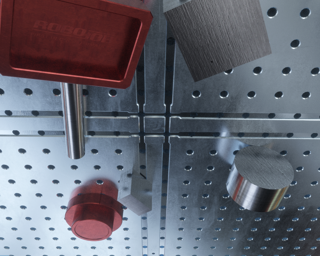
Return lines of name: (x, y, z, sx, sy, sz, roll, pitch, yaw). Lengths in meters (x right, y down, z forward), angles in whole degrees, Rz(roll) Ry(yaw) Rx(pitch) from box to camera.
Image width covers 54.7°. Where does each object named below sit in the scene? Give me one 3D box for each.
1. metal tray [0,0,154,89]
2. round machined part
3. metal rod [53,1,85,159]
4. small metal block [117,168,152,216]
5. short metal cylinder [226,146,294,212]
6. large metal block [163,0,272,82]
metal tray: (-0.082, -0.089, 0.300, 0.131, 0.030, 0.089, 3, 129, -28)
round machined part: (-0.114, 0.159, 0.535, 0.099, 0.042, 0.097, -1, 130, 0)
metal rod: (-0.100, -0.077, 0.344, 0.025, 0.025, 0.298, 5, 130, -5)
small metal block: (-0.038, 0.099, 0.479, 0.025, 0.050, 0.050, -30, 124, 22)
short metal cylinder: (0.140, 0.071, 0.438, 0.081, 0.080, 0.050, 3, 130, -4)
large metal block: (0.056, -0.104, 0.308, 0.080, 0.050, 0.080, -19, 128, 15)
